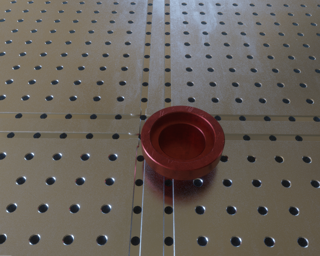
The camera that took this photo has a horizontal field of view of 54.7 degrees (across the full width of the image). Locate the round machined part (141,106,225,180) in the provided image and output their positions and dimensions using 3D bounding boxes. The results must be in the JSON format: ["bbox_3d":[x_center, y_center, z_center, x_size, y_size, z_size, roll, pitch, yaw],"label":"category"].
[{"bbox_3d":[0.027,0.022,0.379,0.099,0.042,0.098,0,50,0],"label":"round machined part"}]
